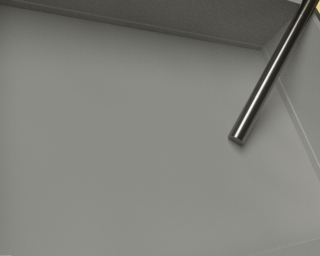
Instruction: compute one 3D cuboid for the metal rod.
[{"bbox_3d":[0.189,-0.106,0.496,0.025,0.025,0.300,33,76,-7],"label":"metal rod"}]
